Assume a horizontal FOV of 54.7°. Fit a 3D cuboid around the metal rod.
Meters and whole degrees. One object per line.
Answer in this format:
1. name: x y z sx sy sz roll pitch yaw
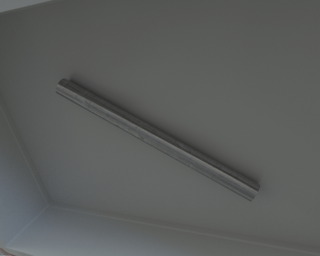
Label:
1. metal rod: -0.010 0.011 0.417 0.301 0.025 0.025 29 128 9
